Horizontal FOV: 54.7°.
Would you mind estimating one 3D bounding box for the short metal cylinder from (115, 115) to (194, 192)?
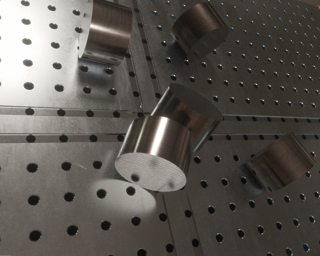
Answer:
[{"bbox_3d":[-0.005,0.031,0.353,0.080,0.080,0.050,26,53,-12],"label":"short metal cylinder"}]

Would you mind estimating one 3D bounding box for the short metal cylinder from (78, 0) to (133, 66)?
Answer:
[{"bbox_3d":[-0.074,-0.127,0.411,0.050,0.080,0.080,9,58,-24],"label":"short metal cylinder"}]

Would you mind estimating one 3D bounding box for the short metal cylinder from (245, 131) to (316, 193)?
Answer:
[{"bbox_3d":[0.168,0.048,0.437,0.081,0.080,0.050,-27,77,-37],"label":"short metal cylinder"}]

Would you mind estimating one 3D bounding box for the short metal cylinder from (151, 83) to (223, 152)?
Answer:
[{"bbox_3d":[0.034,-0.015,0.400,0.080,0.050,0.080,28,23,-13],"label":"short metal cylinder"}]

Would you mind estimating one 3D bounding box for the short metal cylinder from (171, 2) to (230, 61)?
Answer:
[{"bbox_3d":[0.065,-0.156,0.505,0.081,0.080,0.050,-22,74,-36],"label":"short metal cylinder"}]
